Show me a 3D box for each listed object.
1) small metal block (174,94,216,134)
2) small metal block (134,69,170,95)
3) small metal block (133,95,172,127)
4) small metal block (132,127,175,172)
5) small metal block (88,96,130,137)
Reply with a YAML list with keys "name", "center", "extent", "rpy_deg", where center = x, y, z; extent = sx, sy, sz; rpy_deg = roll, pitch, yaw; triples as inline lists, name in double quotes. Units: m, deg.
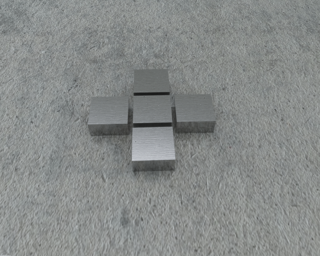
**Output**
- name: "small metal block"
  center: [0.046, -0.020, 0.422]
  extent: [0.050, 0.025, 0.050]
  rpy_deg: [-1, 50, -2]
- name: "small metal block"
  center: [-0.012, -0.061, 0.456]
  extent: [0.050, 0.025, 0.050]
  rpy_deg: [-1, 50, -2]
- name: "small metal block"
  center: [-0.010, -0.018, 0.420]
  extent: [0.050, 0.025, 0.050]
  rpy_deg: [-1, 50, -2]
- name: "small metal block"
  center: [-0.008, 0.026, 0.383]
  extent: [0.050, 0.025, 0.050]
  rpy_deg: [-2, 50, -2]
- name: "small metal block"
  center: [-0.067, -0.016, 0.417]
  extent: [0.050, 0.025, 0.050]
  rpy_deg: [-1, 50, -2]
